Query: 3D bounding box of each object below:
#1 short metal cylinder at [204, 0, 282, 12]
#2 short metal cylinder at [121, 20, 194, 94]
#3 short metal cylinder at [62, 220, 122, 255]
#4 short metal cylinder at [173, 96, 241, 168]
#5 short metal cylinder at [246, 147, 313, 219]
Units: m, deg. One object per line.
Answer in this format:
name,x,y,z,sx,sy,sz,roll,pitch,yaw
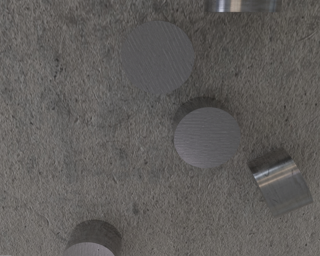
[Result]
short metal cylinder,0.088,-0.149,0.326,0.081,0.080,0.050,0,110,0
short metal cylinder,-0.002,-0.085,0.365,0.081,0.050,0.079,0,110,0
short metal cylinder,-0.101,0.186,0.464,0.081,0.050,0.079,0,110,0
short metal cylinder,0.057,0.004,0.398,0.081,0.050,0.079,0,110,0
short metal cylinder,0.155,0.071,0.408,0.050,0.080,0.080,-27,108,9
